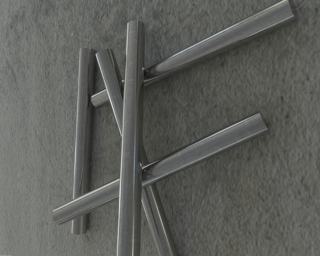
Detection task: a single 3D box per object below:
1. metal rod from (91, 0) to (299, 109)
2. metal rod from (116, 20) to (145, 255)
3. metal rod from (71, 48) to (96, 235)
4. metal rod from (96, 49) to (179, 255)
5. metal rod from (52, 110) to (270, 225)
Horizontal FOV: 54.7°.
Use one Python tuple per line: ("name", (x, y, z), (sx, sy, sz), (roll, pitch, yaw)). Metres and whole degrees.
("metal rod", (0.016, -0.079, 0.390), (0.300, 0.025, 0.025), (-18, 79, 38))
("metal rod", (-0.033, 0.004, 0.369), (0.025, 0.025, 0.299), (-15, 66, 38))
("metal rod", (-0.125, 0.023, 0.504), (0.025, 0.025, 0.298), (6, 93, 39))
("metal rod", (-0.030, 0.038, 0.407), (0.025, 0.025, 0.299), (-23, 82, 37))
("metal rod", (-0.016, 0.057, 0.373), (0.300, 0.025, 0.025), (-28, 72, 22))
